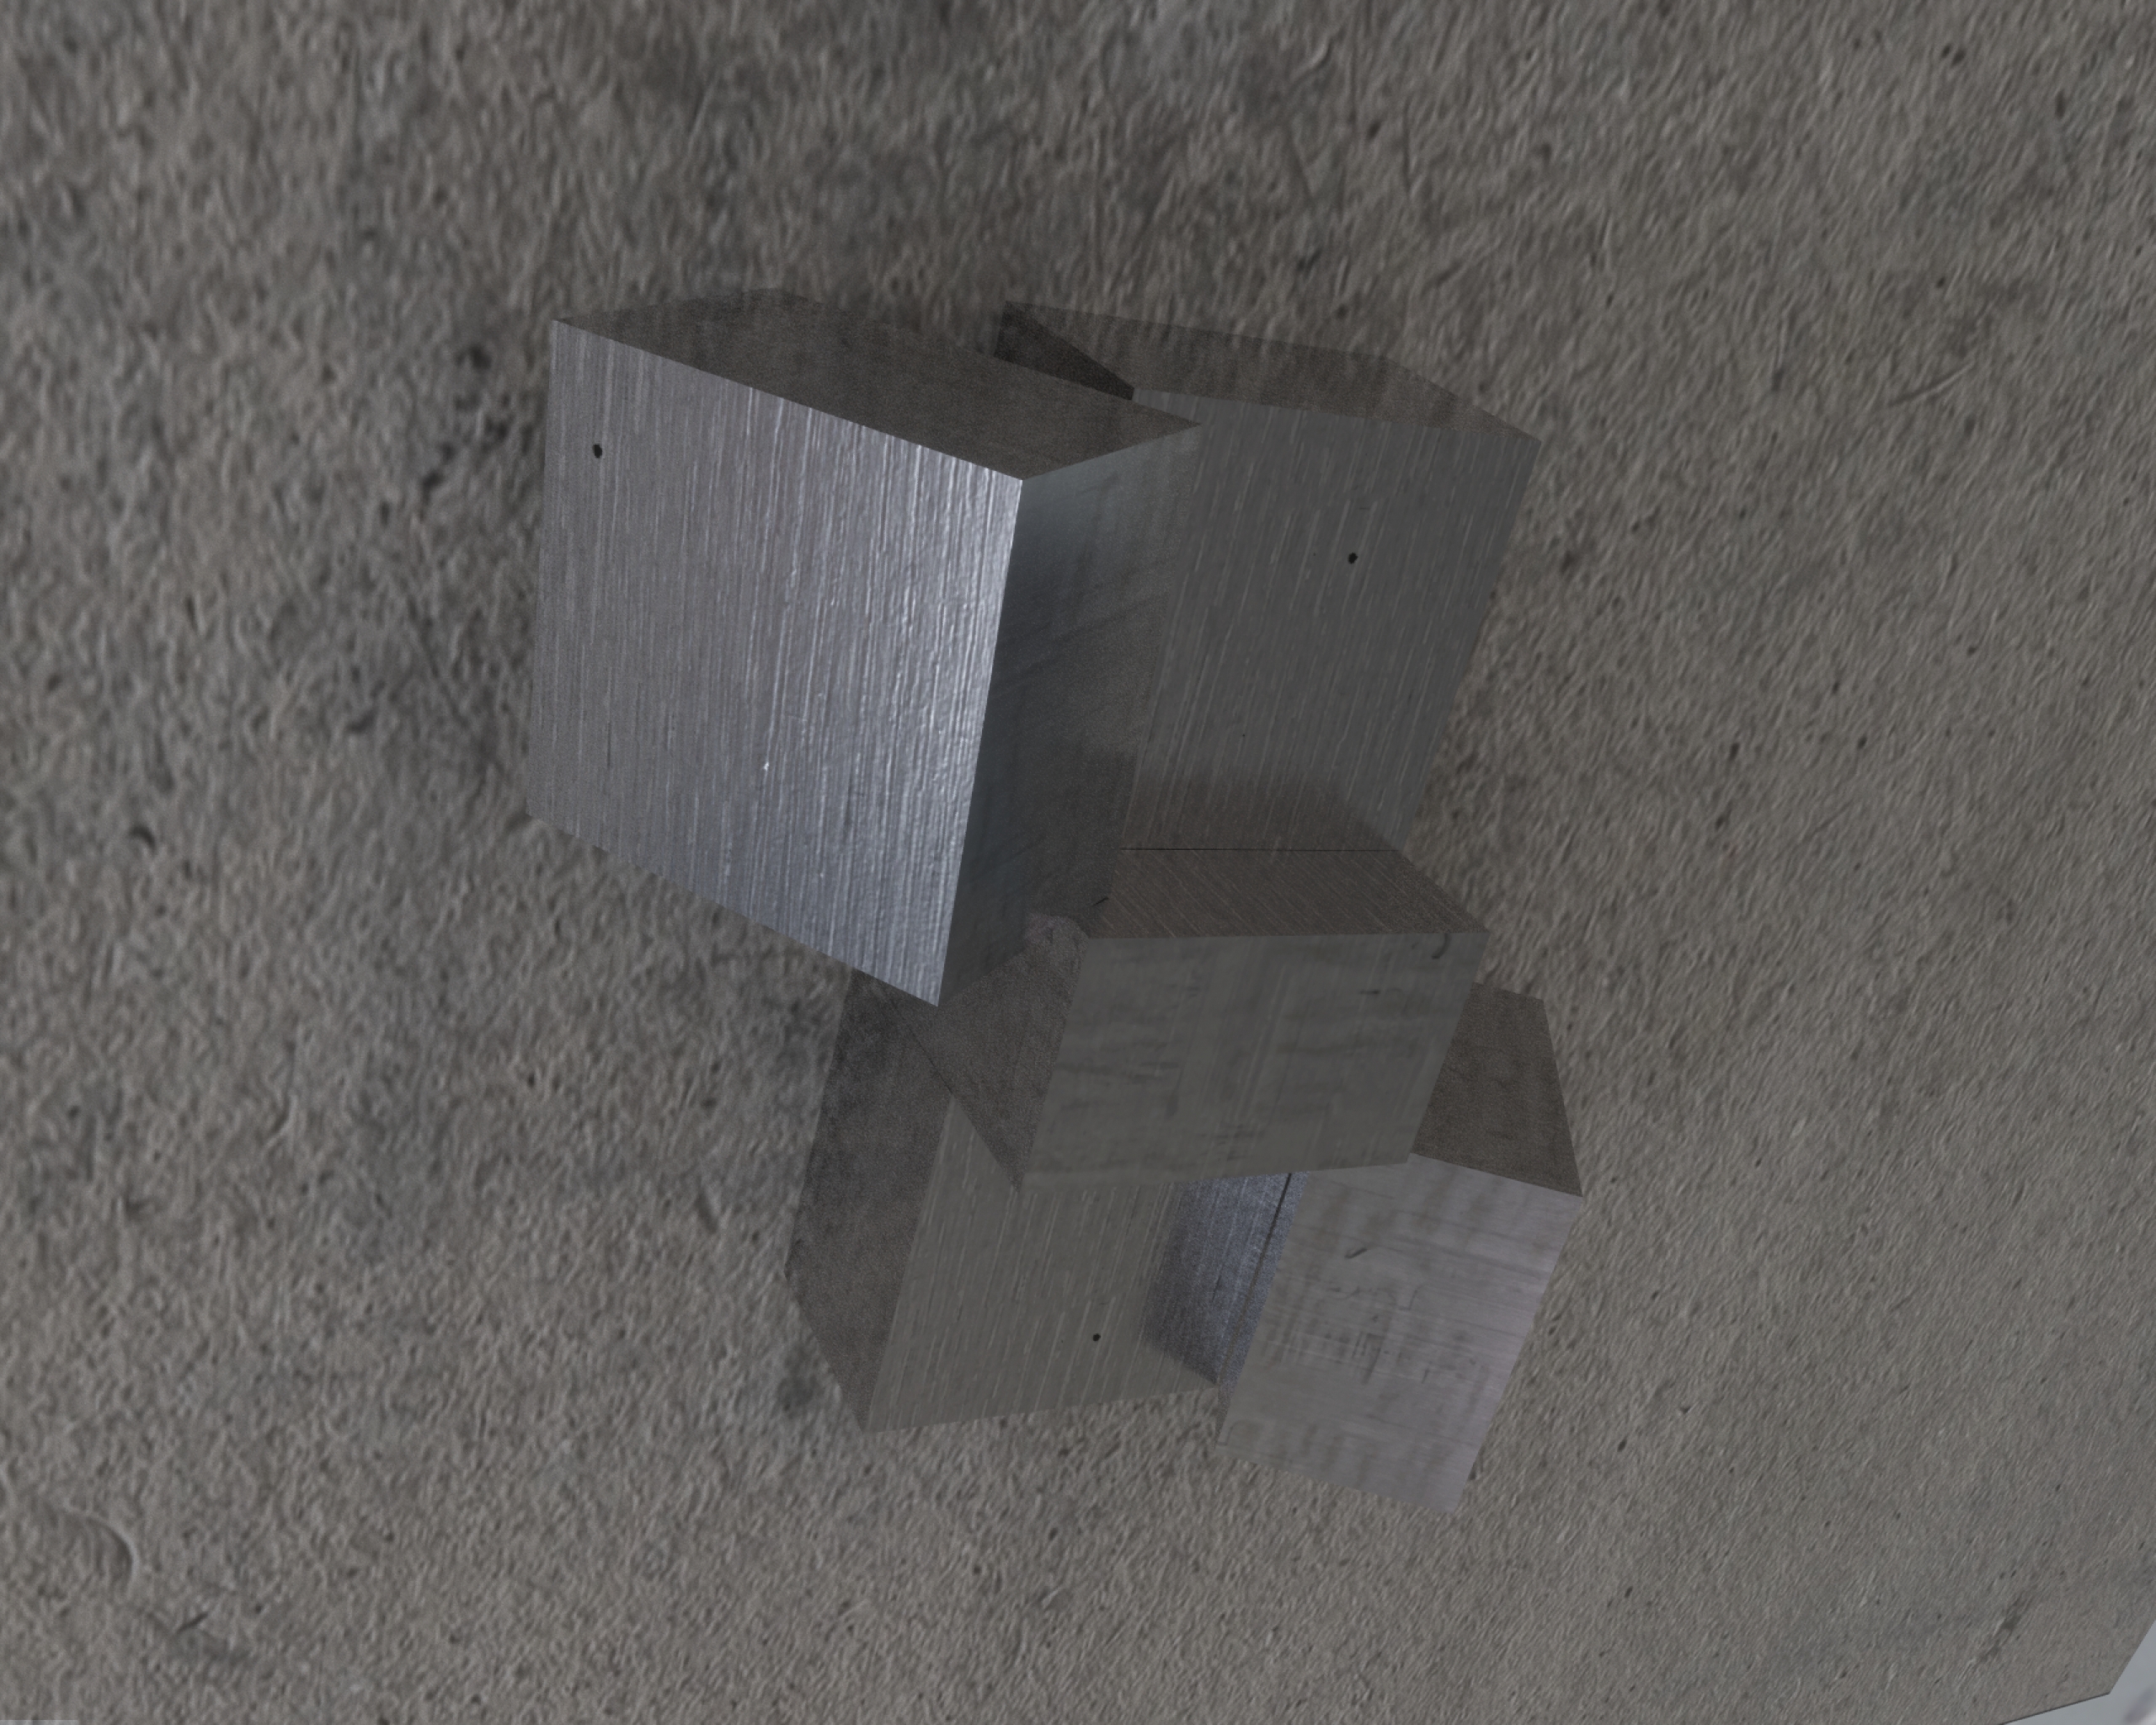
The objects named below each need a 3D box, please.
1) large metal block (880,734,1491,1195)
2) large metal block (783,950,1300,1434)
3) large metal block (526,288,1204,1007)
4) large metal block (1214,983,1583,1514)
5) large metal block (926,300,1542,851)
[{"bbox_3d":[0.015,0.015,0.388,0.081,0.080,0.050,0,118,-29],"label":"large metal block"},{"bbox_3d":[-0.007,0.064,0.426,0.081,0.050,0.079,1,118,-29],"label":"large metal block"},{"bbox_3d":[-0.035,-0.036,0.320,0.050,0.080,0.079,-32,139,-54],"label":"large metal block"},{"bbox_3d":[0.066,0.075,0.444,0.050,0.080,0.079,15,115,0],"label":"large metal block"},{"bbox_3d":[0.024,-0.049,0.373,0.081,0.050,0.079,0,118,-29],"label":"large metal block"}]
